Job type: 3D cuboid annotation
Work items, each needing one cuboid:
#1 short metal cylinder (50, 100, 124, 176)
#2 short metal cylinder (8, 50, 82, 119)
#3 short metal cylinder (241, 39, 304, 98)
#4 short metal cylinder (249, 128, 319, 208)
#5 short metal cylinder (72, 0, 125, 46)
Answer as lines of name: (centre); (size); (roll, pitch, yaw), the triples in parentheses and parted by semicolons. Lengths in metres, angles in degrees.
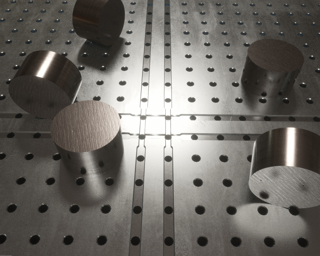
short metal cylinder: (-0.087, 0.012, 0.380); (0.081, 0.050, 0.080); (0, 50, 0)
short metal cylinder: (-0.152, -0.057, 0.418); (0.080, 0.080, 0.050); (5, 50, 4)
short metal cylinder: (0.168, -0.091, 0.470); (0.081, 0.050, 0.080); (0, 50, 0)
short metal cylinder: (0.141, 0.045, 0.336); (0.080, 0.080, 0.050); (13, 51, 10)
short metal cylinder: (-0.103, -0.186, 0.527); (0.050, 0.080, 0.080); (22, 53, 17)
